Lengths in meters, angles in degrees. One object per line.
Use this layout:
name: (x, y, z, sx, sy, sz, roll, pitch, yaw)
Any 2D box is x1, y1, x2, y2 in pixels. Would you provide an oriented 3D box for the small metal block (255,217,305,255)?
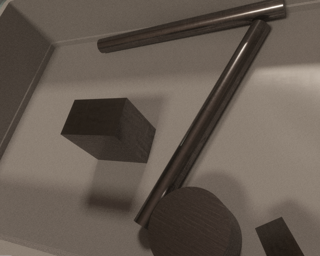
small metal block: (0.106, 0.111, 0.253, 0.025, 0.050, 0.050, -28, 19, 10)

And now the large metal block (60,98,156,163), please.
large metal block: (-0.063, 0.005, 0.399, 0.080, 0.080, 0.050, 1, 62, 28)

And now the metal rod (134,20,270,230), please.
metal rod: (0.058, -0.013, 0.382, 0.025, 0.025, 0.300, 22, 73, 36)

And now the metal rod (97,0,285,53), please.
metal rod: (0.030, -0.152, 0.475, 0.300, 0.025, 0.025, -3, 60, 28)

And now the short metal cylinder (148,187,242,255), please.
short metal cylinder: (0.035, 0.104, 0.306, 0.080, 0.050, 0.080, -13, 56, 20)
